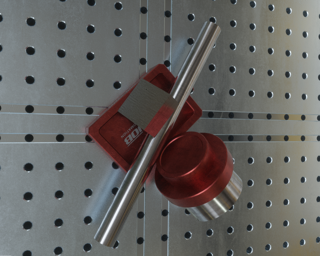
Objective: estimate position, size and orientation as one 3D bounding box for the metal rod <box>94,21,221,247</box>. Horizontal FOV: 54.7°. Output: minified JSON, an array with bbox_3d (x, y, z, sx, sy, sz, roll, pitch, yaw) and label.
[{"bbox_3d":[0.002,0.000,0.382,0.025,0.025,0.299,30,80,-18],"label":"metal rod"}]

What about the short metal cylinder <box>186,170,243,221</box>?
[{"bbox_3d":[0.059,0.074,0.405,0.080,0.080,0.050,-45,105,-15],"label":"short metal cylinder"}]

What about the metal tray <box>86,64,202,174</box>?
[{"bbox_3d":[-0.018,-0.009,0.403,0.130,0.030,0.090,-45,104,-15],"label":"metal tray"}]

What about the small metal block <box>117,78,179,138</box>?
[{"bbox_3d":[-0.014,-0.025,0.372,0.050,0.050,0.025,-54,145,-3],"label":"small metal block"}]

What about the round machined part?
[{"bbox_3d":[0.035,0.043,0.377,0.098,0.098,0.042,-48,127,-14],"label":"round machined part"}]
